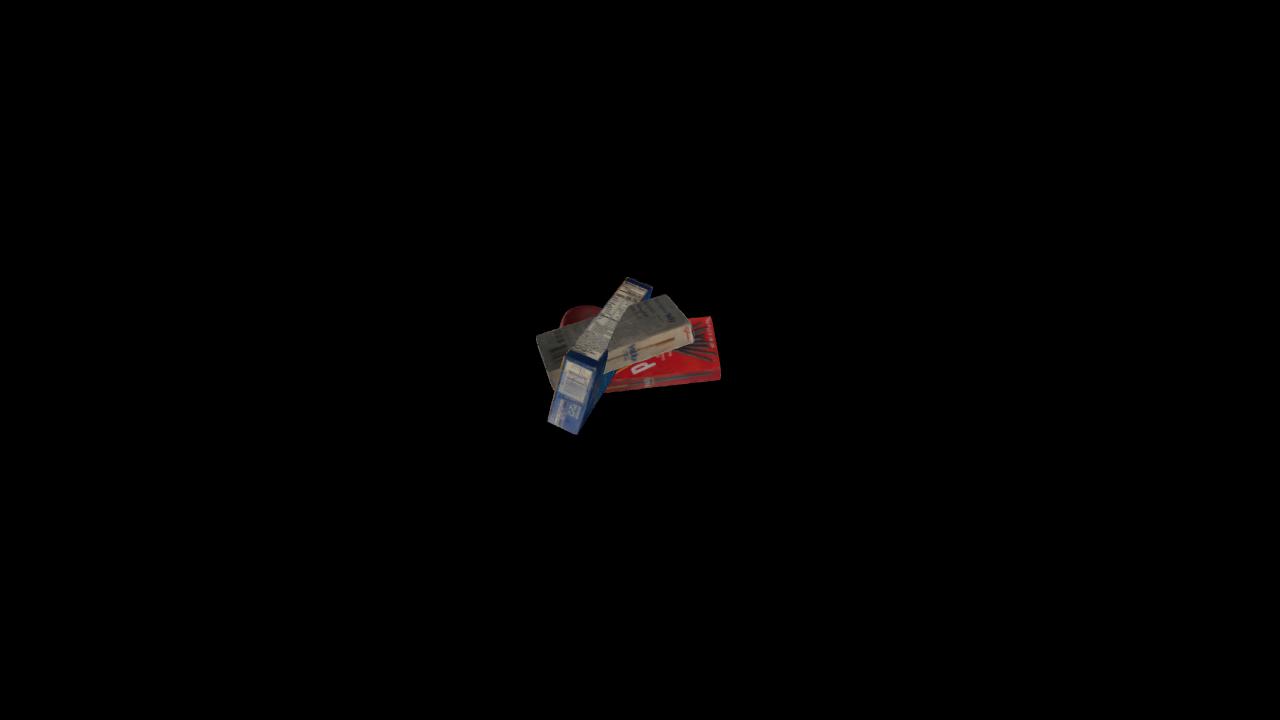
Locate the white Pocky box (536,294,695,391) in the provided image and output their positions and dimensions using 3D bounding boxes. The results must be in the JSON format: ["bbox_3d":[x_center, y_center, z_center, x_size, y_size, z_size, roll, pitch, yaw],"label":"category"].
[{"bbox_3d":[-0.029,-0.022,0.647,0.154,0.028,0.084,-19,31,-8],"label":"white Pocky box"}]

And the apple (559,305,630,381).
[{"bbox_3d":[-0.057,-0.025,0.736,0.093,0.079,0.079,12,0,0],"label":"apple"}]

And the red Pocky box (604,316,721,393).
[{"bbox_3d":[0.015,-0.007,0.735,0.155,0.083,0.028,-7,-37,1],"label":"red Pocky box"}]

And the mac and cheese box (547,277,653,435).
[{"bbox_3d":[-0.040,-0.011,0.679,0.041,0.093,0.184,22,36,6],"label":"mac and cheese box"}]
